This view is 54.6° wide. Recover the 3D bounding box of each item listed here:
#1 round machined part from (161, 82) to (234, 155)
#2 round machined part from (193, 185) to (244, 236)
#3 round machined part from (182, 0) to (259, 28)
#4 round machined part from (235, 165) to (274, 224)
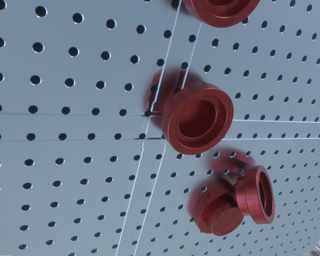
[{"bbox_3d":[0.046,-0.016,0.414,0.099,0.042,0.097,-14,124,-21],"label":"round machined part"},{"bbox_3d":[0.111,0.153,0.554,0.099,0.042,0.097,-14,124,-21],"label":"round machined part"},{"bbox_3d":[0.064,-0.162,0.334,0.099,0.042,0.097,-14,124,-21],"label":"round machined part"},{"bbox_3d":[0.163,0.116,0.536,0.042,0.098,0.098,-13,138,31],"label":"round machined part"}]
